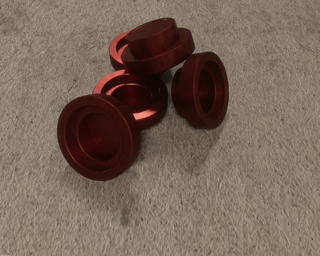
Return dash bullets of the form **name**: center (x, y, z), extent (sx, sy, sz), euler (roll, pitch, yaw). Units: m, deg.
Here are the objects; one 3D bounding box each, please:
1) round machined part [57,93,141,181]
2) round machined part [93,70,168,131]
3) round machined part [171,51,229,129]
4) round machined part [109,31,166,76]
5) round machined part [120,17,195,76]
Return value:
- **round machined part**: center (-0.066, 0.008, 0.359), extent (0.098, 0.097, 0.042), euler (22, 20, 17)
- **round machined part**: center (-0.039, -0.033, 0.419), extent (0.099, 0.042, 0.098), euler (0, 50, 0)
- **round machined part**: center (0.050, -0.048, 0.404), extent (0.042, 0.098, 0.098), euler (1, 44, 36)
- **round machined part**: center (-0.028, -0.109, 0.484), extent (0.099, 0.042, 0.098), euler (0, 50, 0)
- **round machined part**: center (-0.007, -0.112, 0.408), extent (0.098, 0.042, 0.098), euler (-15, 33, 11)
